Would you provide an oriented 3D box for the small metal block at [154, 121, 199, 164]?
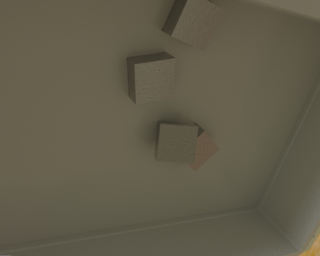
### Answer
[{"bbox_3d":[0.021,0.019,0.415,0.050,0.025,0.050,5,99,-9],"label":"small metal block"}]

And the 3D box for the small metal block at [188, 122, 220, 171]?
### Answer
[{"bbox_3d":[0.052,0.029,0.457,0.050,0.025,0.050,-43,130,1],"label":"small metal block"}]

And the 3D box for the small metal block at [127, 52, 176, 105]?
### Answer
[{"bbox_3d":[-0.010,-0.059,0.368,0.050,0.025,0.050,-14,124,-21],"label":"small metal block"}]

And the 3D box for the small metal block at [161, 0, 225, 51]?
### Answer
[{"bbox_3d":[0.038,-0.123,0.355,0.050,0.025,0.050,13,111,-34],"label":"small metal block"}]
